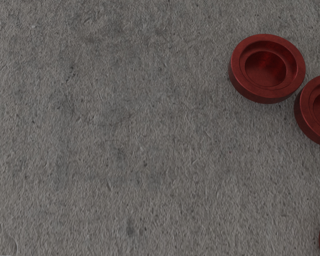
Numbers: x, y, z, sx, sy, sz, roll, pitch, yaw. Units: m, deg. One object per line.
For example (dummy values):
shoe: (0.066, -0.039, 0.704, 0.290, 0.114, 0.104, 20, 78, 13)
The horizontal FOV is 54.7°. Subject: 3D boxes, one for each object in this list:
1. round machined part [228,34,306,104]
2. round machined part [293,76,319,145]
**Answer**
round machined part: (0.143, -0.077, 0.428, 0.099, 0.042, 0.098, 0, 70, 0)
round machined part: (0.225, -0.019, 0.407, 0.099, 0.042, 0.098, 0, 70, 0)
